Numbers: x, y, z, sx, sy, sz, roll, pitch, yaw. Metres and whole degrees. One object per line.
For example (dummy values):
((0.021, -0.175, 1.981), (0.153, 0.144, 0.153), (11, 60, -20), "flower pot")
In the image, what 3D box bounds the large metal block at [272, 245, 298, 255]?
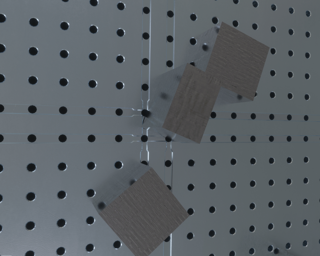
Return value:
((0.221, 0.228, 0.465), (0.080, 0.080, 0.050), (28, 81, -18), "large metal block")

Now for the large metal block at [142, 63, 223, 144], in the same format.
((0.025, -0.028, 0.392), (0.050, 0.080, 0.080), (24, 82, -19), "large metal block")

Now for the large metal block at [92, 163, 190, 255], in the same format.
((-0.024, 0.103, 0.390), (0.080, 0.050, 0.080), (-40, 103, -16), "large metal block")

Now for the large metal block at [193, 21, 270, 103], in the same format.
((0.095, -0.087, 0.434), (0.080, 0.050, 0.080), (21, 83, -19), "large metal block")
